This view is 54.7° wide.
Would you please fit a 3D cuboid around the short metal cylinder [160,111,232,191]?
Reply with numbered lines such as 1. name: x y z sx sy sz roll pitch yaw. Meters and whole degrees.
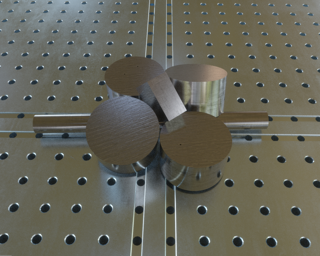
1. short metal cylinder: 0.040 0.026 0.364 0.081 0.050 0.080 0 50 0

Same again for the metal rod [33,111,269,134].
1. metal rod: -0.011 -0.008 0.409 0.302 0.025 0.025 -1 50 -1

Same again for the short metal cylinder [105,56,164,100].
1. short metal cylinder: -0.033 -0.055 0.432 0.081 0.050 0.080 0 50 0

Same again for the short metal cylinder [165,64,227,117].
1. short metal cylinder: 0.047 -0.050 0.412 0.081 0.050 0.080 0 27 0

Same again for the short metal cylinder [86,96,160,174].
1. short metal cylinder: -0.041 0.010 0.362 0.081 0.050 0.080 0 70 -1

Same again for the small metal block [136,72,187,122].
1. small metal block: 0.000 -0.035 0.370 0.025 0.050 0.050 -32 99 -17
